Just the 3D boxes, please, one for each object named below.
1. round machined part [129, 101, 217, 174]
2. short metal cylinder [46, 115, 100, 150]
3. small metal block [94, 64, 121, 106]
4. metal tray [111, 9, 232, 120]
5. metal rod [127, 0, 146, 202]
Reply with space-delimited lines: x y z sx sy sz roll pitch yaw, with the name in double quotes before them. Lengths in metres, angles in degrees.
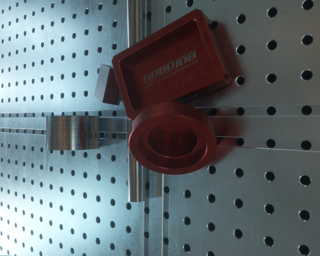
"round machined part" 0.015 0.008 0.361 0.098 0.098 0.042 -38 30 33
"short metal cylinder" -0.134 0.007 0.481 0.080 0.081 0.050 0 90 39
"small metal block" -0.074 -0.065 0.456 0.050 0.025 0.050 35 113 59
"metal tray" 0.010 -0.071 0.377 0.130 0.030 0.090 -23 75 24
"metal rod" -0.033 -0.048 0.434 0.025 0.025 0.298 -1 90 39
